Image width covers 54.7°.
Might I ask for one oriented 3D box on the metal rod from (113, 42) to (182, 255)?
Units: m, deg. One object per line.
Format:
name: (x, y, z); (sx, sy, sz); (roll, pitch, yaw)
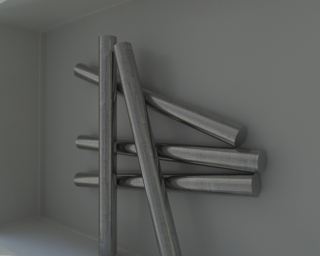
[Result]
metal rod: (-0.015, 0.034, 0.383); (0.025, 0.025, 0.299); (-22, 76, 37)

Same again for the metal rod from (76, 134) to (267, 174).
metal rod: (-0.011, 0.029, 0.412); (0.300, 0.025, 0.025); (3, 92, 39)

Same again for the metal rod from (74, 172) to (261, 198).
metal rod: (-0.016, 0.072, 0.416); (0.300, 0.025, 0.025); (-6, 86, 39)

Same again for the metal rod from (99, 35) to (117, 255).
metal rod: (-0.072, 0.024, 0.428); (0.025, 0.025, 0.298); (0, 90, 39)

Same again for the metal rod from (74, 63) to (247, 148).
metal rod: (-0.022, -0.042, 0.420); (0.300, 0.025, 0.025); (26, 106, 36)
